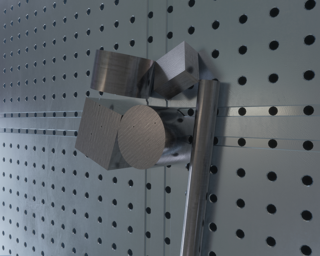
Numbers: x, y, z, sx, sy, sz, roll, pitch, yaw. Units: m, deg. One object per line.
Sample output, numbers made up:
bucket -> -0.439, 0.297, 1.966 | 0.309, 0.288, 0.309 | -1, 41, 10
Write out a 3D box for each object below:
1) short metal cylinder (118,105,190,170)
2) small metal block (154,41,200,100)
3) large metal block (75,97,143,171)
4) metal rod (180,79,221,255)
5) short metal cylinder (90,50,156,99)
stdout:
short metal cylinder -> -0.008, 0.011, 0.400 | 0.080, 0.050, 0.079 | 0, 90, 40
small metal block -> 0.020, -0.070, 0.380 | 0.050, 0.025, 0.050 | -29, 45, 36
large metal block -> -0.073, 0.006, 0.453 | 0.080, 0.050, 0.079 | 26, 106, 37
metal rod -> 0.043, 0.093, 0.373 | 0.025, 0.025, 0.298 | 10, 96, 39
short metal cylinder -> -0.049, -0.072, 0.414 | 0.080, 0.081, 0.050 | 18, 102, 38
